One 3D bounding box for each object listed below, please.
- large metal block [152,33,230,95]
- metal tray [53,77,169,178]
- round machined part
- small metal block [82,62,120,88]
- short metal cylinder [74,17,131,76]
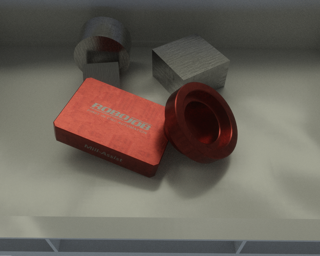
[{"bbox_3d":[0.044,-0.090,0.465,0.081,0.050,0.080,-26,55,-20],"label":"large metal block"},{"bbox_3d":[-0.052,-0.003,0.387,0.131,0.030,0.090,22,52,2],"label":"metal tray"},{"bbox_3d":[0.045,-0.003,0.377,0.099,0.042,0.098,17,59,-31],"label":"round machined part"},{"bbox_3d":[-0.083,-0.065,0.446,0.050,0.025,0.050,-5,78,-5],"label":"small metal block"},{"bbox_3d":[-0.085,-0.119,0.468,0.081,0.080,0.050,0,50,-1],"label":"short metal cylinder"}]
